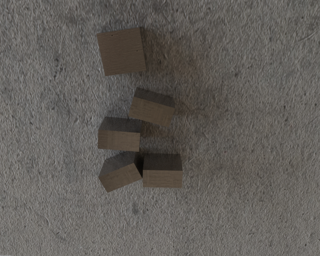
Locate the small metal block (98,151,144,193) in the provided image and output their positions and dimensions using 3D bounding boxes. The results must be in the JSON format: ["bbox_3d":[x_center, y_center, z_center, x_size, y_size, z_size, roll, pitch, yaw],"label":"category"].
[{"bbox_3d":[-0.050,0.055,0.416,0.050,0.050,0.025,-23,109,8],"label":"small metal block"}]

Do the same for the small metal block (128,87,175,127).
[{"bbox_3d":[-0.010,-0.027,0.386,0.050,0.050,0.025,15,109,-6],"label":"small metal block"}]

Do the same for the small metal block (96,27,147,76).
[{"bbox_3d":[-0.045,-0.093,0.375,0.050,0.025,0.050,-8,110,2],"label":"small metal block"}]

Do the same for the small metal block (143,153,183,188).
[{"bbox_3d":[0.003,0.056,0.417,0.050,0.050,0.025,2,110,-1],"label":"small metal block"}]

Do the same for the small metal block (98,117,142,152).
[{"bbox_3d":[-0.050,0.007,0.398,0.050,0.050,0.025,5,110,-2],"label":"small metal block"}]
